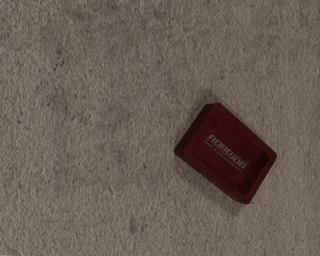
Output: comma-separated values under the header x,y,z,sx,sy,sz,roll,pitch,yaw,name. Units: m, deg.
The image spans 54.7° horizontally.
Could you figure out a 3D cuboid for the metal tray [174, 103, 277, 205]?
x,y,z,sx,sy,sz,roll,pitch,yaw,name
0.096,0.037,0.443,0.130,0.030,0.090,39,77,-16,metal tray
